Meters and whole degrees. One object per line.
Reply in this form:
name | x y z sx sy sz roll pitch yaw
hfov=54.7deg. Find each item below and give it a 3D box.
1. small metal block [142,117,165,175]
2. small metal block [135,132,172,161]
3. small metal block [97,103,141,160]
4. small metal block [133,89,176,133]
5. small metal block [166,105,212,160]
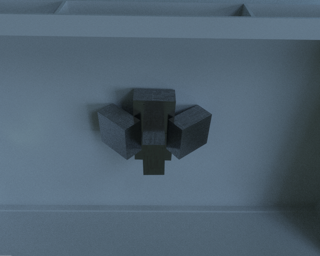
small metal block | -0.007 0.021 0.375 0.025 0.050 0.050 0 130 -1
small metal block | -0.009 0.017 0.421 0.050 0.025 0.050 2 130 -2
small metal block | -0.051 0.004 0.392 0.050 0.025 0.050 32 139 31
small metal block | -0.008 -0.021 0.388 0.050 0.025 0.050 1 130 -2
small metal block | 0.036 0.005 0.396 0.050 0.025 0.050 -27 139 -30
